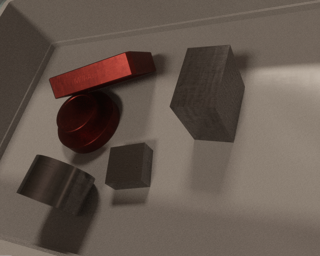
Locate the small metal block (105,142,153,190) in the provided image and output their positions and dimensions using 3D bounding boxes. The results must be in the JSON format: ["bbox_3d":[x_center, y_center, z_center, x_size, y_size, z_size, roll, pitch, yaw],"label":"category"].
[{"bbox_3d":[-0.038,0.049,0.394,0.050,0.025,0.050,-9,58,23],"label":"small metal block"}]

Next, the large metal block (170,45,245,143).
[{"bbox_3d":[0.059,-0.038,0.361,0.050,0.080,0.080,3,63,29],"label":"large metal block"}]

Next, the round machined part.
[{"bbox_3d":[-0.113,-0.015,0.461,0.098,0.042,0.098,-13,56,20],"label":"round machined part"}]

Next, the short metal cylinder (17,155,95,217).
[{"bbox_3d":[-0.130,0.073,0.392,0.080,0.080,0.050,8,66,31],"label":"short metal cylinder"}]

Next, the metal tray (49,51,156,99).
[{"bbox_3d":[-0.081,-0.078,0.454,0.130,0.090,0.030,-14,98,20],"label":"metal tray"}]
